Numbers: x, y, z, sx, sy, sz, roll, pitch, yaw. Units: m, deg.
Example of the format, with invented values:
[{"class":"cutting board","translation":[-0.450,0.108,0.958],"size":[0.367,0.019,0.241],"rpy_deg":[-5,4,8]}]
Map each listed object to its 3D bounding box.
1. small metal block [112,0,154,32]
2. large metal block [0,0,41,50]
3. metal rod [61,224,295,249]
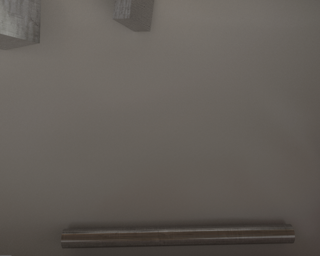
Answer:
[{"class":"small metal block","translation":[-0.032,-0.156,0.395],"size":[0.025,0.050,0.050],"rpy_deg":[8,92,28]},{"class":"large metal block","translation":[-0.191,-0.144,0.377],"size":[0.080,0.050,0.079],"rpy_deg":[3,91,36]},{"class":"metal rod","translation":[0.024,0.144,0.411],"size":[0.302,0.025,0.025],"rpy_deg":[-1,90,-1]}]
